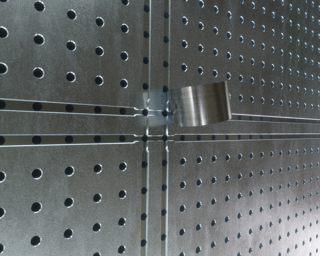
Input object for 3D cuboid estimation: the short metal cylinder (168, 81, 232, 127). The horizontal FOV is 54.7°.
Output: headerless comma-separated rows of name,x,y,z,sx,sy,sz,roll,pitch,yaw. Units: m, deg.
short metal cylinder,0.054,-0.034,0.421,0.081,0.080,0.050,-15,100,-39
